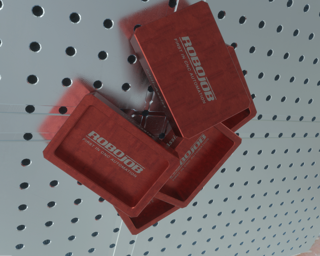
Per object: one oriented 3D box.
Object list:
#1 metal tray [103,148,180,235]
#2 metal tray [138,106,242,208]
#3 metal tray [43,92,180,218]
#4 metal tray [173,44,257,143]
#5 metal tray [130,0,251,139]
[{"bbox_3d":[-0.026,0.090,0.451,0.090,0.030,0.129,-29,129,-10],"label":"metal tray"},{"bbox_3d":[0.039,0.041,0.418,0.090,0.030,0.130,33,100,-39],"label":"metal tray"},{"bbox_3d":[-0.054,0.031,0.359,0.130,0.030,0.090,37,98,-9],"label":"metal tray"},{"bbox_3d":[0.075,-0.041,0.425,0.090,0.030,0.130,-37,130,-4],"label":"metal tray"},{"bbox_3d":[0.035,-0.064,0.350,0.091,0.030,0.129,-27,98,-12],"label":"metal tray"}]
